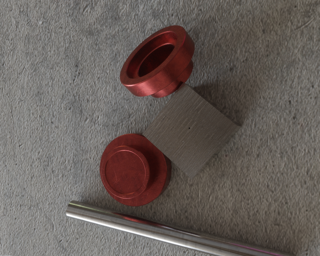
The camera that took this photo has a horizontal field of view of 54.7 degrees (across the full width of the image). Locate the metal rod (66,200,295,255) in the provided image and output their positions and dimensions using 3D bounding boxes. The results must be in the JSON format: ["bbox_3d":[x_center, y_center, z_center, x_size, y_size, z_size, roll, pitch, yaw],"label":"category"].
[{"bbox_3d":[0.012,0.138,0.404,0.301,0.025,0.025,8,93,19],"label":"metal rod"}]

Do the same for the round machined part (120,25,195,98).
[{"bbox_3d":[0.002,-0.076,0.381,0.098,0.042,0.098,-27,38,24],"label":"round machined part"}]

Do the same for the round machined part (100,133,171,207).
[{"bbox_3d":[-0.038,0.056,0.412,0.098,0.042,0.097,0,90,19],"label":"round machined part"}]

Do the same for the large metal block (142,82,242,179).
[{"bbox_3d":[0.040,0.003,0.381,0.080,0.050,0.080,42,103,15],"label":"large metal block"}]
